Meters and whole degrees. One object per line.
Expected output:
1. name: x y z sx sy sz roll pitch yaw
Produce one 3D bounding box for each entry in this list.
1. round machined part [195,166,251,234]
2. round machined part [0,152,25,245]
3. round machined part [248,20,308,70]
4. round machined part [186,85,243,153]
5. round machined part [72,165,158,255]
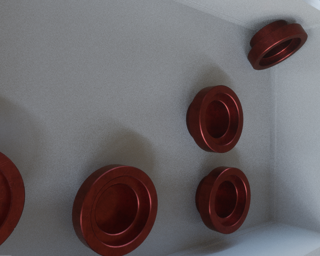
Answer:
1. round machined part: 0.092 0.107 0.473 0.099 0.042 0.097 0 90 -40
2. round machined part: -0.168 0.059 0.253 0.099 0.042 0.097 -1 91 -42
3. round machined part: 0.195 -0.145 0.530 0.099 0.098 0.042 -9 68 -40
4. round machined part: 0.077 -0.013 0.460 0.099 0.042 0.097 0 90 -40
5. round machined part: -0.053 0.090 0.351 0.099 0.042 0.097 0 90 -40
